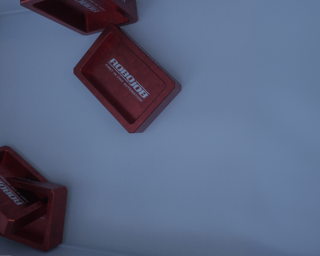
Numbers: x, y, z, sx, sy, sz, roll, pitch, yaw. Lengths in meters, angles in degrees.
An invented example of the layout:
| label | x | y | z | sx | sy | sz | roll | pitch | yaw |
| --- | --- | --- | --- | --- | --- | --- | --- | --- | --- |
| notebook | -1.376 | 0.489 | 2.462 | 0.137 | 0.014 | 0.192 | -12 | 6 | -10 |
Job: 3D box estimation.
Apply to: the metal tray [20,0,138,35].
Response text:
| label | x | y | z | sx | sy | sz | roll | pitch | yaw |
| --- | --- | --- | --- | --- | --- | --- | --- | --- | --- |
| metal tray | -0.095 | -0.157 | 0.388 | 0.090 | 0.130 | 0.030 | -8 | 88 | 20 |

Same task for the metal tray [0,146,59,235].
| label | x | y | z | sx | sy | sz | roll | pitch | yaw |
| --- | --- | --- | --- | --- | --- | --- | --- | --- | --- |
| metal tray | -0.224 | 0.085 | 0.452 | 0.130 | 0.090 | 0.030 | 36 | 116 | 16 |

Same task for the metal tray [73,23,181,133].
| label | x | y | z | sx | sy | sz | roll | pitch | yaw |
| --- | --- | --- | --- | --- | --- | --- | --- | --- | --- |
| metal tray | -0.047 | -0.067 | 0.424 | 0.130 | 0.030 | 0.090 | 46 | 104 | 14 |

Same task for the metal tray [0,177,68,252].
| label | x | y | z | sx | sy | sz | roll | pitch | yaw |
| --- | --- | --- | --- | --- | --- | --- | --- | --- | --- |
| metal tray | -0.206 | 0.123 | 0.470 | 0.130 | 0.030 | 0.089 | 8 | 92 | 22 |
